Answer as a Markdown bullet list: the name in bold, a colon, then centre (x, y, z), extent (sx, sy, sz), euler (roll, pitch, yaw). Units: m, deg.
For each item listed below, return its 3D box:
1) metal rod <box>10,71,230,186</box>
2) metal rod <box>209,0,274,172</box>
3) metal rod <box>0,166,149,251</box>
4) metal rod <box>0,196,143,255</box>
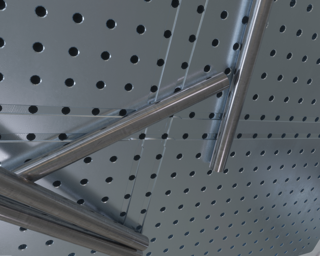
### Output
- **metal rod**: centre (-0.046, 0.000, 0.385), extent (0.302, 0.025, 0.025), euler (-26, 128, -12)
- **metal rod**: centre (0.113, -0.067, 0.430), extent (0.025, 0.025, 0.298), euler (-5, 121, -26)
- **metal rod**: centre (-0.102, 0.116, 0.405), extent (0.025, 0.025, 0.300), euler (-43, 136, 1)
- **metal rod**: centre (-0.129, 0.142, 0.427), extent (0.025, 0.025, 0.301), euler (-47, 129, 5)
